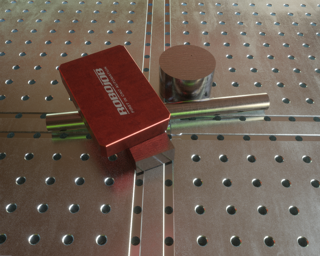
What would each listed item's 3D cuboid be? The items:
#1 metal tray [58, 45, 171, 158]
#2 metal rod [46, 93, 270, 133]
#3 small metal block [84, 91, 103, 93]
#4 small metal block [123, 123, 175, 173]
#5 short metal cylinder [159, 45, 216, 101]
[{"bbox_3d":[-0.058,-0.038,0.385,0.091,0.030,0.130,-25,66,-19],"label":"metal tray"},{"bbox_3d":[0.001,-0.022,0.426,0.302,0.025,0.025,-6,50,-6],"label":"metal rod"},{"bbox_3d":[-0.096,-0.070,0.448,0.050,0.050,0.025,-25,55,-20],"label":"small metal block"},{"bbox_3d":[-0.015,0.022,0.387,0.050,0.025,0.050,-18,53,-15],"label":"small metal block"},{"bbox_3d":[0.039,-0.078,0.457,0.081,0.050,0.080,0,50,0],"label":"short metal cylinder"}]
